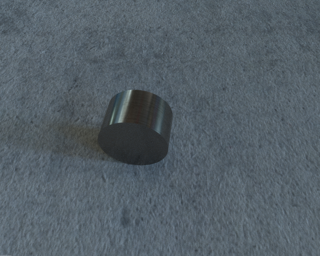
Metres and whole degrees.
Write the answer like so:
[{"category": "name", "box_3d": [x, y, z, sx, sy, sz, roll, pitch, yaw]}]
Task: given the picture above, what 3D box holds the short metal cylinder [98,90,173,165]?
[{"category": "short metal cylinder", "box_3d": [-0.027, 0.001, 0.366, 0.080, 0.080, 0.050, 6, 50, 4]}]
